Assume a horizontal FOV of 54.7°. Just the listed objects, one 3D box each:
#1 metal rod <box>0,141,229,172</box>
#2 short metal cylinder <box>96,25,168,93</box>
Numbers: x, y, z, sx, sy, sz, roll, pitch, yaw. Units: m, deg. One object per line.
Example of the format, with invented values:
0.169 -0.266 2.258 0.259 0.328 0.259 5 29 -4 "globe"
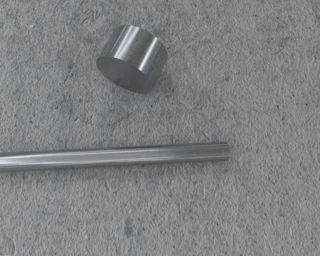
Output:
-0.065 0.037 0.393 0.302 0.025 0.025 -3 70 -2 "metal rod"
-0.036 -0.089 0.411 0.080 0.080 0.050 22 72 7 "short metal cylinder"
